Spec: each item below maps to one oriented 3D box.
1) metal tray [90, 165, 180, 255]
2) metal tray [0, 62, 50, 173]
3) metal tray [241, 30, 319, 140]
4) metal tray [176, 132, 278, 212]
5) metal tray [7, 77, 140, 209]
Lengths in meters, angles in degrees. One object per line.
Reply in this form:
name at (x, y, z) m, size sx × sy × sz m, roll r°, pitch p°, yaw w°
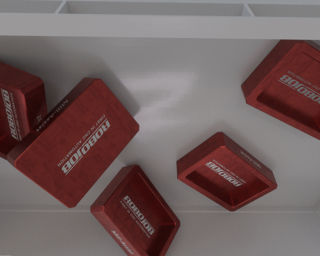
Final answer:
metal tray at (-0.030, 0.130, 0.452) m, size 0.030 × 0.090 × 0.130 m, roll -17°, pitch 115°, yaw 41°
metal tray at (-0.178, -0.012, 0.369) m, size 0.090 × 0.030 × 0.129 m, roll 22°, pitch 131°, yaw 14°
metal tray at (0.176, -0.045, 0.368) m, size 0.131 × 0.030 × 0.089 m, roll 23°, pitch 126°, yaw -19°
metal tray at (0.100, 0.071, 0.466) m, size 0.130 × 0.030 × 0.090 m, roll 35°, pitch 122°, yaw -26°
metal tray at (-0.094, 0.016, 0.362) m, size 0.030 × 0.130 × 0.090 m, roll 14°, pitch 149°, yaw 49°
